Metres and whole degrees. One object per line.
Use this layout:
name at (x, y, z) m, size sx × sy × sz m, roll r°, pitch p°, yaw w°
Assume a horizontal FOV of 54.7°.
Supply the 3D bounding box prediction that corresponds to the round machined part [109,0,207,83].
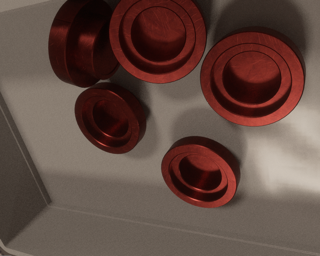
round machined part at (0.000, -0.100, 0.324) m, size 0.099 × 0.042 × 0.097 m, roll 4°, pitch 121°, yaw 7°

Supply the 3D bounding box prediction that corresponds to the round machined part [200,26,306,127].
round machined part at (0.094, -0.054, 0.314) m, size 0.098 × 0.042 × 0.097 m, roll 13°, pitch 124°, yaw 20°

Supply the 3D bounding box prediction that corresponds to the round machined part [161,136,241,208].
round machined part at (0.055, 0.052, 0.400) m, size 0.098 × 0.042 × 0.097 m, roll 13°, pitch 124°, yaw 20°

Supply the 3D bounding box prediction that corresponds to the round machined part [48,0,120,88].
round machined part at (-0.073, -0.091, 0.342) m, size 0.042 × 0.098 × 0.097 m, roll 19°, pitch 126°, yaw 17°

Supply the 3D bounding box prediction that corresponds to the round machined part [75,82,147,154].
round machined part at (-0.062, -0.017, 0.418) m, size 0.098 × 0.042 × 0.097 m, roll 13°, pitch 124°, yaw 20°
